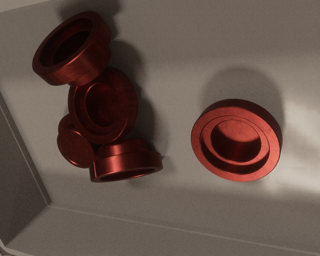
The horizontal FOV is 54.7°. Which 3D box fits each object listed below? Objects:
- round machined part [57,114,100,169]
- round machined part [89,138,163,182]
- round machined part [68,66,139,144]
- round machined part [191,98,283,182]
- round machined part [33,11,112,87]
[{"bbox_3d":[-0.116,0.022,0.470,0.098,0.042,0.097,13,124,20],"label":"round machined part"},{"bbox_3d":[-0.048,0.044,0.424,0.098,0.099,0.042,-22,72,36],"label":"round machined part"},{"bbox_3d":[-0.068,-0.031,0.400,0.098,0.042,0.097,6,101,29],"label":"round machined part"},{"bbox_3d":[0.089,0.010,0.357,0.098,0.042,0.097,13,124,20],"label":"round machined part"},{"bbox_3d":[-0.097,-0.088,0.366,0.098,0.098,0.042,-6,145,30],"label":"round machined part"}]
